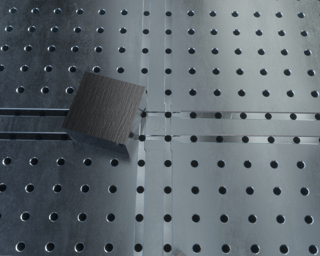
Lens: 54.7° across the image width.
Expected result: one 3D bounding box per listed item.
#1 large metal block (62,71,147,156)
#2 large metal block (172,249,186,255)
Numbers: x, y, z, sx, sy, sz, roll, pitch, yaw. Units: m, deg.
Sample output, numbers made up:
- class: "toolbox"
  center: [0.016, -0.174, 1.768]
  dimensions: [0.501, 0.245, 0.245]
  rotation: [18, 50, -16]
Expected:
- class: "large metal block"
  center: [-0.068, -0.018, 0.404]
  dimensions: [0.080, 0.050, 0.080]
  rotation: [15, 71, 5]
- class: "large metal block"
  center: [0.020, 0.190, 0.329]
  dimensions: [0.080, 0.050, 0.080]
  rotation: [-41, 76, -14]
